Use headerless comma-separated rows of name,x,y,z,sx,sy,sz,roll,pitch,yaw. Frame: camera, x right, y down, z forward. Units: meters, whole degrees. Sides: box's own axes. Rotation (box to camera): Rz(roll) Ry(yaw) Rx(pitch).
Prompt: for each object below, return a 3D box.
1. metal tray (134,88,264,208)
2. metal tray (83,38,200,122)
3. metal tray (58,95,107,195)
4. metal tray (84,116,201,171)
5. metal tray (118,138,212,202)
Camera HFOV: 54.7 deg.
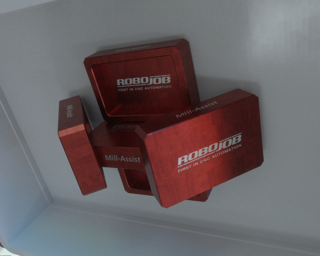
metal tray,0.047,0.020,0.335,0.030,0.131,0.089,-139,32,-60
metal tray,-0.022,-0.054,0.381,0.130,0.030,0.089,-1,119,27
metal tray,-0.105,0.017,0.414,0.030,0.130,0.089,-18,115,-9
metal tray,-0.025,0.013,0.386,0.130,0.090,0.030,0,118,27
metal tray,0.002,0.053,0.433,0.130,0.030,0.089,0,119,27
